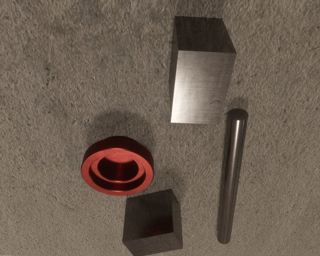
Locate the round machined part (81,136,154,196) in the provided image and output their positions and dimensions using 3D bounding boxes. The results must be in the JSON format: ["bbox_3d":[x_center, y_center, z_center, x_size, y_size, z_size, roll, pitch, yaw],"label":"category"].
[{"bbox_3d":[-0.058,0.049,0.437,0.099,0.042,0.097,-1,130,0],"label":"round machined part"}]

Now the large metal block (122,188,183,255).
[{"bbox_3d":[-0.011,0.153,0.501,0.080,0.080,0.050,-15,129,12],"label":"large metal block"}]

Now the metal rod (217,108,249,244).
[{"bbox_3d":[0.110,0.096,0.490,0.025,0.025,0.298,-3,130,2],"label":"metal rod"}]

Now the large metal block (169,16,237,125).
[{"bbox_3d":[0.038,-0.061,0.320,0.050,0.080,0.079,2,130,-2],"label":"large metal block"}]
